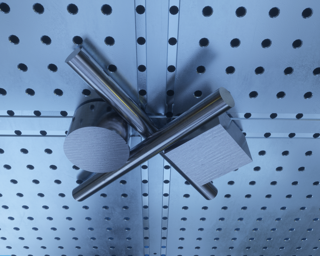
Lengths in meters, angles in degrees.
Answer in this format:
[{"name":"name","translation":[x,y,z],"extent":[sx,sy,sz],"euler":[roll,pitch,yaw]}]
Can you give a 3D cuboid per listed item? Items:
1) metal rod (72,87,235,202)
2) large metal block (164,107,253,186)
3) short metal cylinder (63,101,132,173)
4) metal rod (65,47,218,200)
[{"name":"metal rod","translation":[-0.030,0.037,0.410],"extent":[0.025,0.025,0.299],"euler":[35,130,-26]},{"name":"large metal block","translation":[0.062,0.022,0.408],"extent":[0.080,0.050,0.080],"euler":[-31,124,23]},{"name":"short metal cylinder","translation":[-0.078,0.013,0.400],"extent":[0.081,0.050,0.079],"euler":[0,130,0]},{"name":"metal rod","translation":[-0.006,0.012,0.416],"extent":[0.025,0.025,0.300],"euler":[-29,125,22]}]
